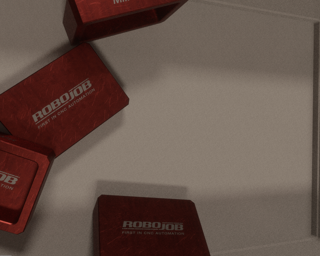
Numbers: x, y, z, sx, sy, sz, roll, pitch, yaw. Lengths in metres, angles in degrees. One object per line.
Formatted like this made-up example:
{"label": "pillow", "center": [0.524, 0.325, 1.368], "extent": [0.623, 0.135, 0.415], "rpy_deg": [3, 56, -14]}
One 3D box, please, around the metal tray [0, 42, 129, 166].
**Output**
{"label": "metal tray", "center": [-0.114, -0.029, 0.366], "extent": [0.131, 0.030, 0.090], "rpy_deg": [-39, 103, -16]}

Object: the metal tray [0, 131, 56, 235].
{"label": "metal tray", "center": [-0.188, 0.046, 0.319], "extent": [0.131, 0.030, 0.090], "rpy_deg": [21, 95, -11]}

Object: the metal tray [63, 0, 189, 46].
{"label": "metal tray", "center": [-0.042, -0.136, 0.360], "extent": [0.131, 0.090, 0.030], "rpy_deg": [-21, 98, -19]}

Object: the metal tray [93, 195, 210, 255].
{"label": "metal tray", "center": [-0.012, 0.129, 0.374], "extent": [0.131, 0.090, 0.030], "rpy_deg": [8, 129, -20]}
